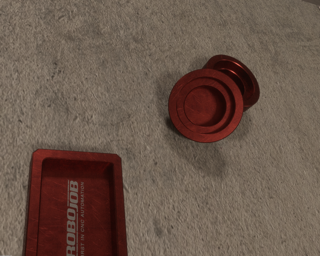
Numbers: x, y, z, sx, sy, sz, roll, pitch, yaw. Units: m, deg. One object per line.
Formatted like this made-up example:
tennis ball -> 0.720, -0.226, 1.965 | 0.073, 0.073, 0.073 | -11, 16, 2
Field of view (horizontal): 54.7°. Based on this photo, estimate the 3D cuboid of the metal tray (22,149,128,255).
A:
metal tray -> -0.082, 0.088, 0.303 | 0.091, 0.030, 0.130 | 7, 59, -25

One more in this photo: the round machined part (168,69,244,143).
round machined part -> 0.061, -0.029, 0.424 | 0.099, 0.042, 0.097 | 0, 89, 1

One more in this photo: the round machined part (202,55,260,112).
round machined part -> 0.105, -0.065, 0.492 | 0.099, 0.042, 0.098 | 14, 56, -21
